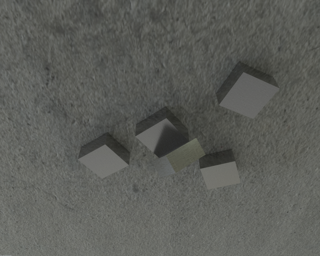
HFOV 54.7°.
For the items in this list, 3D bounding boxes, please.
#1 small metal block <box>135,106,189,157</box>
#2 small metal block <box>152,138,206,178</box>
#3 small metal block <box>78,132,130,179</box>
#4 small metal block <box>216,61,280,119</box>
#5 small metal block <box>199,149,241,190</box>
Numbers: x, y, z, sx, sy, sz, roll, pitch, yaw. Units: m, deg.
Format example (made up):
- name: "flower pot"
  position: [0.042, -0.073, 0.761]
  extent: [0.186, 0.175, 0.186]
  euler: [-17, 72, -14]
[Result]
- name: "small metal block"
  position: [0.003, 0.006, 0.413]
  extent: [0.050, 0.025, 0.050]
  euler: [-30, 124, 23]
- name: "small metal block"
  position: [0.024, 0.040, 0.412]
  extent: [0.050, 0.025, 0.050]
  euler: [-27, 177, -27]
- name: "small metal block"
  position: [-0.079, 0.040, 0.440]
  extent: [0.050, 0.025, 0.050]
  euler: [-28, 125, 21]
- name: "small metal block"
  position: [0.104, -0.044, 0.371]
  extent: [0.050, 0.025, 0.050]
  euler: [20, 127, -17]
- name: "small metal block"
  position: [0.089, 0.062, 0.462]
  extent: [0.050, 0.025, 0.050]
  euler: [-14, 129, 11]
